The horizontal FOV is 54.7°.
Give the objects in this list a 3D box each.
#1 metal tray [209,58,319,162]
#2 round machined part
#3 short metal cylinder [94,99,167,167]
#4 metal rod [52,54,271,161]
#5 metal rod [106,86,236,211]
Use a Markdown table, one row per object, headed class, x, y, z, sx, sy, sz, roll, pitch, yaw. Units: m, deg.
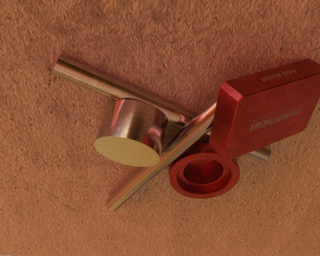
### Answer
| class | x | y | z | sx | sy | sz | roll | pitch | yaw |
| --- | --- | --- | --- | --- | --- | --- | --- | --- | --- |
| metal tray | 0.123 | -0.021 | 0.352 | 0.131 | 0.030 | 0.089 | -17 | 134 | -23 |
| round machined part | 0.061 | 0.055 | 0.445 | 0.099 | 0.042 | 0.097 | 0 | 130 | 0 |
| short metal cylinder | -0.035 | 0.008 | 0.382 | 0.080 | 0.050 | 0.080 | 10 | 151 | 6 |
| metal rod | 0.017 | -0.018 | 0.394 | 0.302 | 0.025 | 0.025 | 22 | 127 | -18 |
| metal rod | 0.003 | 0.042 | 0.422 | 0.025 | 0.025 | 0.298 | 26 | 132 | -21 |
